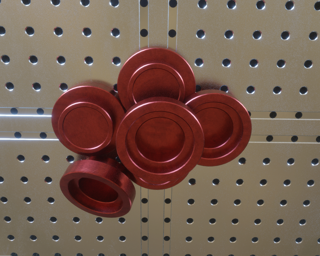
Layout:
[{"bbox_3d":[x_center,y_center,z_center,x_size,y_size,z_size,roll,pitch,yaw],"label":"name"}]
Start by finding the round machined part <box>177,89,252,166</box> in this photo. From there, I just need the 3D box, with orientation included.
[{"bbox_3d":[0.064,-0.003,0.403,0.099,0.042,0.097,0,110,0],"label":"round machined part"}]

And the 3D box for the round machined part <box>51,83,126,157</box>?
[{"bbox_3d":[-0.091,-0.006,0.401,0.099,0.042,0.097,0,110,0],"label":"round machined part"}]

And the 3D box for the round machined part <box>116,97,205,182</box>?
[{"bbox_3d":[0.000,0.010,0.362,0.099,0.042,0.097,0,110,0],"label":"round machined part"}]

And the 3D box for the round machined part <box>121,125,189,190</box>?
[{"bbox_3d":[-0.004,0.042,0.419,0.099,0.042,0.097,0,110,0],"label":"round machined part"}]

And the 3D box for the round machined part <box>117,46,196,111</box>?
[{"bbox_3d":[-0.004,-0.050,0.386,0.099,0.042,0.097,0,110,0],"label":"round machined part"}]

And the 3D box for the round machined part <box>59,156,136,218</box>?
[{"bbox_3d":[-0.079,0.075,0.417,0.098,0.042,0.097,9,134,10],"label":"round machined part"}]
